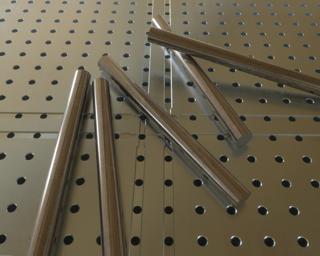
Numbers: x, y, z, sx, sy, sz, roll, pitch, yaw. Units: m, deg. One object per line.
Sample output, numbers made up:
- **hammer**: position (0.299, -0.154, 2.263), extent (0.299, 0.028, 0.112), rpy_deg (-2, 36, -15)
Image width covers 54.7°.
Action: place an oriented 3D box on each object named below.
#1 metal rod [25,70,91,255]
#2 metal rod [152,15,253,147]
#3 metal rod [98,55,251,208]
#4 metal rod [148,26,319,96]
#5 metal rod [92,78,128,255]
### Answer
- **metal rod**: position (-0.118, 0.035, 0.376), extent (0.025, 0.025, 0.300), rpy_deg (0, 50, 0)
- **metal rod**: position (0.052, -0.091, 0.484), extent (0.025, 0.025, 0.300), rpy_deg (-17, 52, -14)
- **metal rod**: position (0.002, -0.013, 0.418), extent (0.025, 0.025, 0.300), rpy_deg (-30, 56, -23)
- **metal rod**: position (0.126, -0.099, 0.470), extent (0.301, 0.025, 0.025), rpy_deg (19, 52, 7)
- **metal rod**: position (-0.062, 0.048, 0.366), extent (0.025, 0.025, 0.300), rpy_deg (-8, 50, -7)
